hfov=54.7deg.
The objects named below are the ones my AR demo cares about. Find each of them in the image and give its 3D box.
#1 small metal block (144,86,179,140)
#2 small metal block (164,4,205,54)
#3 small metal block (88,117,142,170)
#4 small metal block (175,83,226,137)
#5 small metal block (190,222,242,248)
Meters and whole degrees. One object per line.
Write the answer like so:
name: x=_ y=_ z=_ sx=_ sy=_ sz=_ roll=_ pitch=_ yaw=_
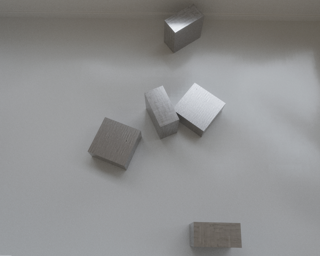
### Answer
small metal block: x=0.002 y=-0.019 z=0.403 sx=0.025 sy=0.050 sz=0.050 roll=-22 pitch=72 yaw=-8
small metal block: x=0.034 y=-0.143 z=0.449 sx=0.050 sy=0.050 sz=0.025 roll=-34 pitch=74 yaw=-11
small metal block: x=-0.057 y=0.020 z=0.402 sx=0.050 sy=0.025 sz=0.050 roll=21 pitch=71 yaw=7
small metal block: x=0.051 y=-0.024 z=0.419 sx=0.050 sy=0.025 sz=0.050 roll=36 pitch=74 yaw=12
small metal block: x=0.061 y=0.122 z=0.352 sx=0.050 sy=0.050 sz=0.025 roll=1 pitch=70 yaw=0
